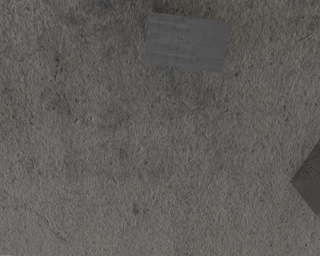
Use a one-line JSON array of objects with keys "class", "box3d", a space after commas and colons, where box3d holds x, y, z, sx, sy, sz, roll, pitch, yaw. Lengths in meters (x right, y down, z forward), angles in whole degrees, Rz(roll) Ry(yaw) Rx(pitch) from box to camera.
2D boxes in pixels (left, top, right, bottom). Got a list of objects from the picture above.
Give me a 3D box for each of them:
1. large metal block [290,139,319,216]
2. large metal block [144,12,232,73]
[{"class": "large metal block", "box3d": [0.230, 0.068, 0.408, 0.050, 0.080, 0.080, 24, 108, -9]}, {"class": "large metal block", "box3d": [0.026, -0.098, 0.344, 0.081, 0.080, 0.050, 6, 110, -3]}]
